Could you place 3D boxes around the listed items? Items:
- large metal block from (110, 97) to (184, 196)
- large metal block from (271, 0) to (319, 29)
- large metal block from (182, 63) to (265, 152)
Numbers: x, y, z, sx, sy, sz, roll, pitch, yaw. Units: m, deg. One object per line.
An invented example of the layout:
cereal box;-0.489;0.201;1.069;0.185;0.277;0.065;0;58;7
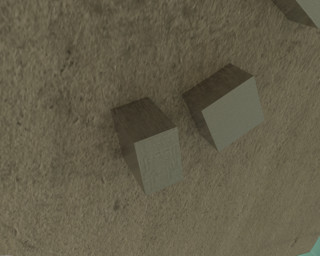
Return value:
large metal block;-0.016;0.020;0.376;0.050;0.080;0.079;-21;127;-16
large metal block;0.184;-0.183;0.380;0.080;0.050;0.080;24;105;-37
large metal block;0.088;-0.028;0.424;0.080;0.050;0.080;-34;129;-6
